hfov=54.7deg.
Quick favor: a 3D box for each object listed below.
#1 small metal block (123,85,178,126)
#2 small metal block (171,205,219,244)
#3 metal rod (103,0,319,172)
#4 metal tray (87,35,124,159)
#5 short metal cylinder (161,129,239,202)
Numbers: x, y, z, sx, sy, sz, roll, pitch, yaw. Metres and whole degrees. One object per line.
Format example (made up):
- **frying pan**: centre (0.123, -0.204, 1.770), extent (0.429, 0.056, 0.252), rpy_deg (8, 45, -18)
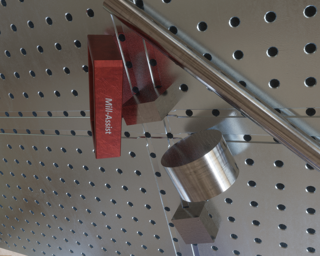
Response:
- **small metal block**: centre (-0.013, -0.028, 0.383), extent (0.050, 0.050, 0.025), rpy_deg (-7, 115, 31)
- **small metal block**: centre (0.054, 0.149, 0.474), extent (0.050, 0.025, 0.050), rpy_deg (-19, 109, 35)
- **metal rod**: centre (0.063, -0.053, 0.344), extent (0.300, 0.025, 0.025), rpy_deg (38, 129, 2)
- **metal tray**: centre (-0.069, -0.038, 0.381), extent (0.030, 0.090, 0.129), rpy_deg (-4, 125, -16)
- **short metal cylinder**: centre (0.048, 0.044, 0.377), extent (0.080, 0.080, 0.050), rpy_deg (-18, 109, 34)
